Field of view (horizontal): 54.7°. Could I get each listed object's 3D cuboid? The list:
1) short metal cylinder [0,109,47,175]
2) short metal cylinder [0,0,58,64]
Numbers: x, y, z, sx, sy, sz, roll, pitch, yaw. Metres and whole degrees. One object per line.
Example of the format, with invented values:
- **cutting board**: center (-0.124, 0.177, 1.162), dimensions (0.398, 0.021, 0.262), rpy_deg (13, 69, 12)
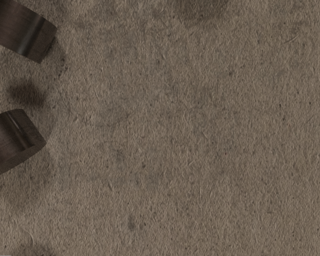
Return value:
- **short metal cylinder**: center (-0.190, 0.019, 0.380), dimensions (0.080, 0.080, 0.050), rpy_deg (-35, 90, 0)
- **short metal cylinder**: center (-0.175, -0.120, 0.380), dimensions (0.080, 0.080, 0.050), rpy_deg (26, 90, -1)
